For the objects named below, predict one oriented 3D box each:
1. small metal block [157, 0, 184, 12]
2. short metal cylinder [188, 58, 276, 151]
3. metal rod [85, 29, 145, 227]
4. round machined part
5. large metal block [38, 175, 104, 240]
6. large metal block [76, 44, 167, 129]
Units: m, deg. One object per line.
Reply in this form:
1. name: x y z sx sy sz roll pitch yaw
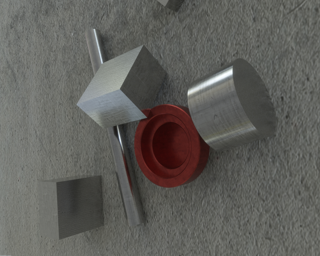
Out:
1. small metal block: 0.013 -0.185 0.393 0.050 0.025 0.050 49 119 28
2. short metal cylinder: 0.072 -0.022 0.308 0.050 0.081 0.080 -24 75 37
3. metal rod: -0.069 -0.008 0.459 0.025 0.025 0.299 -24 75 37
4. round machined part: 0.018 0.021 0.377 0.098 0.042 0.097 0 90 39
5. large metal block: -0.136 0.118 0.479 0.050 0.081 0.080 -6 86 39
6. large metal block: -0.048 -0.051 0.401 0.080 0.050 0.080 -12 43 39
